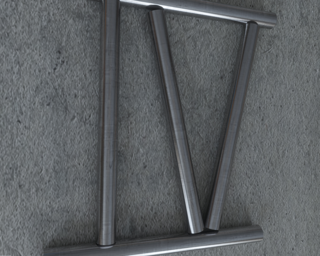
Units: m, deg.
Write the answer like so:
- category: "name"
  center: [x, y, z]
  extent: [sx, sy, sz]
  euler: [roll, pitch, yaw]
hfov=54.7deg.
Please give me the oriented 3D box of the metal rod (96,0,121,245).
- category: "metal rod"
  center: [-0.064, -0.008, 0.386]
  extent: [0.025, 0.025, 0.298]
  euler: [1, 90, -20]

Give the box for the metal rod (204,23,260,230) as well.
- category: "metal rod"
  center: [0.104, -0.005, 0.449]
  extent: [0.025, 0.025, 0.298]
  euler: [14, 85, -20]

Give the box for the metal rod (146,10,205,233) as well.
- category: "metal rod"
  center: [0.021, -0.006, 0.418]
  extent: [0.025, 0.025, 0.298]
  euler: [-12, 94, -20]

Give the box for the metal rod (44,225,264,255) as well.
- category: "metal rod"
  center: [0.006, 0.155, 0.413]
  extent: [0.303, 0.025, 0.025]
  euler: [1, 90, -21]

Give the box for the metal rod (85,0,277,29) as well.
- category: "metal rod"
  center: [0.029, -0.167, 0.422]
  extent: [0.303, 0.025, 0.025]
  euler: [1, 90, -21]
